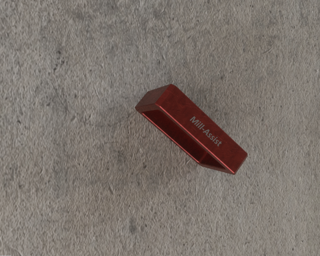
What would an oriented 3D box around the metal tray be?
[{"bbox_3d":[0.036,0.003,0.390,0.130,0.090,0.030,41,77,-16],"label":"metal tray"}]
